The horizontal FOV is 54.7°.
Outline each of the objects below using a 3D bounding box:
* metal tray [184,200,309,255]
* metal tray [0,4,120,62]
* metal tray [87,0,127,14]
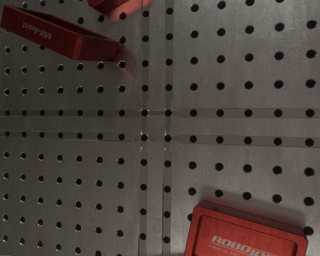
[{"bbox_3d":[0.099,0.150,0.374,0.130,0.030,0.089,12,94,19],"label":"metal tray"},{"bbox_3d":[-0.133,-0.127,0.421,0.130,0.090,0.030,26,109,18],"label":"metal tray"},{"bbox_3d":[-0.075,-0.241,0.434,0.090,0.030,0.129,-23,83,18],"label":"metal tray"}]
